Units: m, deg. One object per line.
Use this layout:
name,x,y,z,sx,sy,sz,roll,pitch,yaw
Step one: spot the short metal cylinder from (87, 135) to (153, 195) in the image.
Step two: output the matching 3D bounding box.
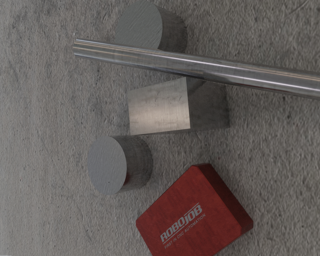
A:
short metal cylinder,-0.057,0.050,0.436,0.080,0.050,0.080,0,90,40

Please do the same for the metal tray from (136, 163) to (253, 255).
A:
metal tray,0.035,0.115,0.373,0.129,0.030,0.090,-50,61,28

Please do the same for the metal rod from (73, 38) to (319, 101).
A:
metal rod,0.032,-0.067,0.332,0.301,0.025,0.025,15,100,24

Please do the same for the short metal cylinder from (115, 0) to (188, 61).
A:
short metal cylinder,-0.012,-0.115,0.399,0.080,0.050,0.080,0,90,40

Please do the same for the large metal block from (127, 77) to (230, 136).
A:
large metal block,0.022,-0.021,0.351,0.080,0.081,0.050,-8,85,40
